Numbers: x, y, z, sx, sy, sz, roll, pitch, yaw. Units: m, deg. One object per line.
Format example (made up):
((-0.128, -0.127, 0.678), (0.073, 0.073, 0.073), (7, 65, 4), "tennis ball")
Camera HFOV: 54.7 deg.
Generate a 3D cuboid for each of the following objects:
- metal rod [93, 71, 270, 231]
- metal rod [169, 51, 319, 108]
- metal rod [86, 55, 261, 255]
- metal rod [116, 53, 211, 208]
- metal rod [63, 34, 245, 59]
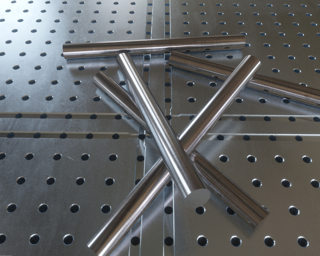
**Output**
((0.009, 0.012, 0.397), (0.025, 0.025, 0.300), (-34, 58, -25), "metal rod")
((0.157, -0.067, 0.465), (0.301, 0.025, 0.025), (19, 52, 14), "metal rod")
((0.030, 0.018, 0.359), (0.025, 0.025, 0.301), (32, 67, 23), "metal rod")
((-0.013, -0.024, 0.386), (0.025, 0.025, 0.300), (-14, 39, -12), "metal rod")
((-0.007, -0.138, 0.523), (0.302, 0.025, 0.025), (-4, 50, -4), "metal rod")
